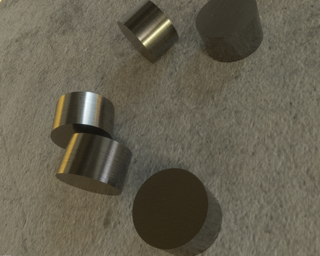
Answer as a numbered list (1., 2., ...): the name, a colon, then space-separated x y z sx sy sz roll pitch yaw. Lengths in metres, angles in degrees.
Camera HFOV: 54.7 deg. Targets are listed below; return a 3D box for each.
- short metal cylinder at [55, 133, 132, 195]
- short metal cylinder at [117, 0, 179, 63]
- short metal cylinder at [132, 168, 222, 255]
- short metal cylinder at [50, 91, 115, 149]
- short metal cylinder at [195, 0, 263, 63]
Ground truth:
1. short metal cylinder: -0.079 0.046 0.380 0.080 0.080 0.050 0 62 28
2. short metal cylinder: -0.018 -0.145 0.465 0.050 0.080 0.080 -44 51 -2
3. short metal cylinder: 0.019 0.088 0.323 0.080 0.050 0.080 -13 56 20
4. short metal cylinder: -0.104 -0.006 0.425 0.080 0.080 0.050 -14 56 20
5. short metal cylinder: 0.095 -0.137 0.421 0.080 0.050 0.080 -13 56 20
